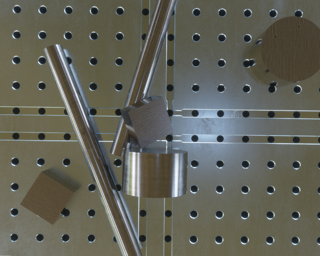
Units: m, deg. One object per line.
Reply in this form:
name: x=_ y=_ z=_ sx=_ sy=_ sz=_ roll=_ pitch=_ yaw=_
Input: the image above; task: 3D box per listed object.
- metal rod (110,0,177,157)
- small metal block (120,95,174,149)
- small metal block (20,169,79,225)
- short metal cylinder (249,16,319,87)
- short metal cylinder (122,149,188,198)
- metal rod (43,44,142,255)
metal rod: x=-0.011 y=-0.107 z=0.413 sx=0.025 sy=0.025 sz=0.298 roll=17 pitch=90 yaw=0
small metal block: x=-0.016 y=-0.009 z=0.397 sx=0.050 sy=0.025 sz=0.050 roll=-27 pitch=111 yaw=-24
small metal block: x=-0.146 y=0.091 z=0.412 sx=0.050 sy=0.025 sz=0.050 roll=33 pitch=90 yaw=0
short metal cylinder: x=0.163 y=-0.096 z=0.402 sx=0.081 sy=0.050 sz=0.079 roll=0 pitch=90 yaw=0
short metal cylinder: x=-0.006 y=0.053 z=0.386 sx=0.081 sy=0.080 sz=0.050 roll=2 pitch=90 yaw=0
metal rod: x=-0.089 y=0.034 z=0.412 sx=0.025 sy=0.025 sz=0.299 roll=-21 pitch=90 yaw=0
